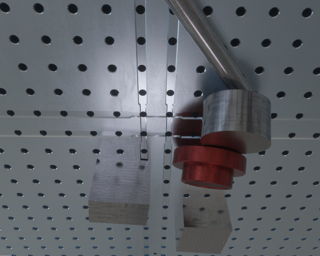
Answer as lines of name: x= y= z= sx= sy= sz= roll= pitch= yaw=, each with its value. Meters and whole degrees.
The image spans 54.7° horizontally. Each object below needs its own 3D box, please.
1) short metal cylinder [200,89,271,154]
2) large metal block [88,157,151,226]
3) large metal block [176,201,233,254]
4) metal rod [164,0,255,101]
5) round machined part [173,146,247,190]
short metal cylinder: x=0.091 y=-0.005 z=0.371 sx=0.080 sy=0.050 sz=0.080 roll=7 pitch=159 yaw=3
large metal block: x=-0.057 y=0.091 z=0.453 sx=0.081 sy=0.080 sz=0.050 roll=5 pitch=130 yaw=-5
large metal block: x=0.074 y=0.177 z=0.547 sx=0.081 sy=0.050 sz=0.079 roll=6 pitch=130 yaw=-5
metal rod: x=0.016 y=-0.130 z=0.301 sx=0.025 sy=0.025 sz=0.300 roll=-30 pitch=125 yaw=22
round machined part: x=0.065 y=0.057 z=0.419 sx=0.099 sy=0.042 sz=0.098 roll=9 pitch=164 yaw=3
